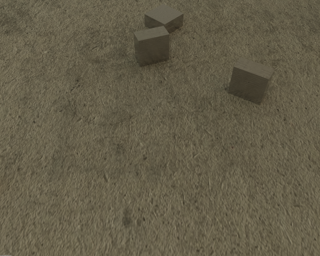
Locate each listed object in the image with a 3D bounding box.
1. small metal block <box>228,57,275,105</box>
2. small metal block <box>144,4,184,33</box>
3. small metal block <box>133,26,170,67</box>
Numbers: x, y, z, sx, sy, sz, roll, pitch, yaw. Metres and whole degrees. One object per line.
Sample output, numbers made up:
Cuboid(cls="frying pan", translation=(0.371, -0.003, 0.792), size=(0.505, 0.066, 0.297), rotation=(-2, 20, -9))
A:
Cuboid(cls="small metal block", translation=(0.130, -0.067, 0.444), size=(0.050, 0.050, 0.025), rotation=(25, 55, 20))
Cuboid(cls="small metal block", translation=(0.007, -0.199, 0.571), size=(0.050, 0.025, 0.050), rotation=(36, 59, 26))
Cuboid(cls="small metal block", translation=(-0.013, -0.130, 0.496), size=(0.050, 0.050, 0.025), rotation=(-17, 52, -13))
